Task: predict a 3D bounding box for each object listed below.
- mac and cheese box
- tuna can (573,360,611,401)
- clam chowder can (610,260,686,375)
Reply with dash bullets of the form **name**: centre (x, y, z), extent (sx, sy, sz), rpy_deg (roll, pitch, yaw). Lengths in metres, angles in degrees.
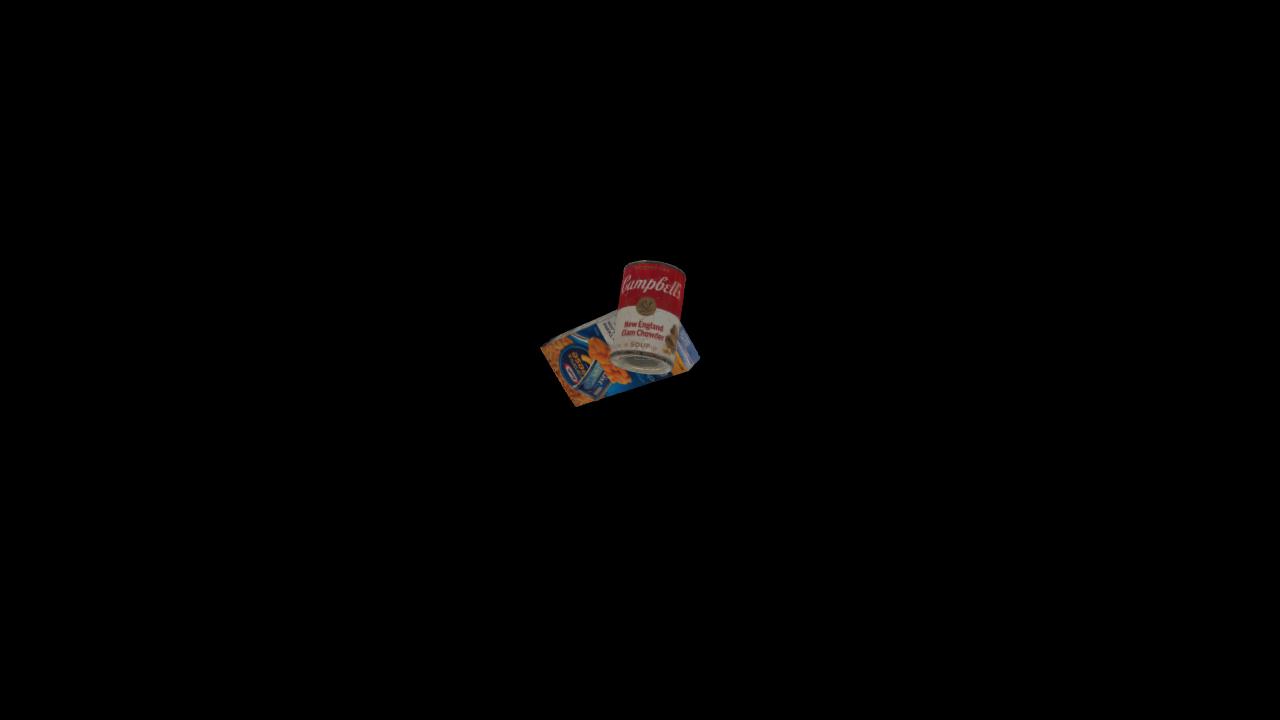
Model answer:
- **mac and cheese box**: centre (-0.028, -0.009, 0.730), extent (0.184, 0.093, 0.041), rpy_deg (-21, 16, 38)
- **tuna can**: centre (-0.051, 0.007, 0.766), extent (0.034, 0.084, 0.084), rpy_deg (29, -8, -15)
- **clam chowder can**: centre (0.008, -0.042, 0.635), extent (0.068, 0.102, 0.068), rpy_deg (8, -16, 2)
